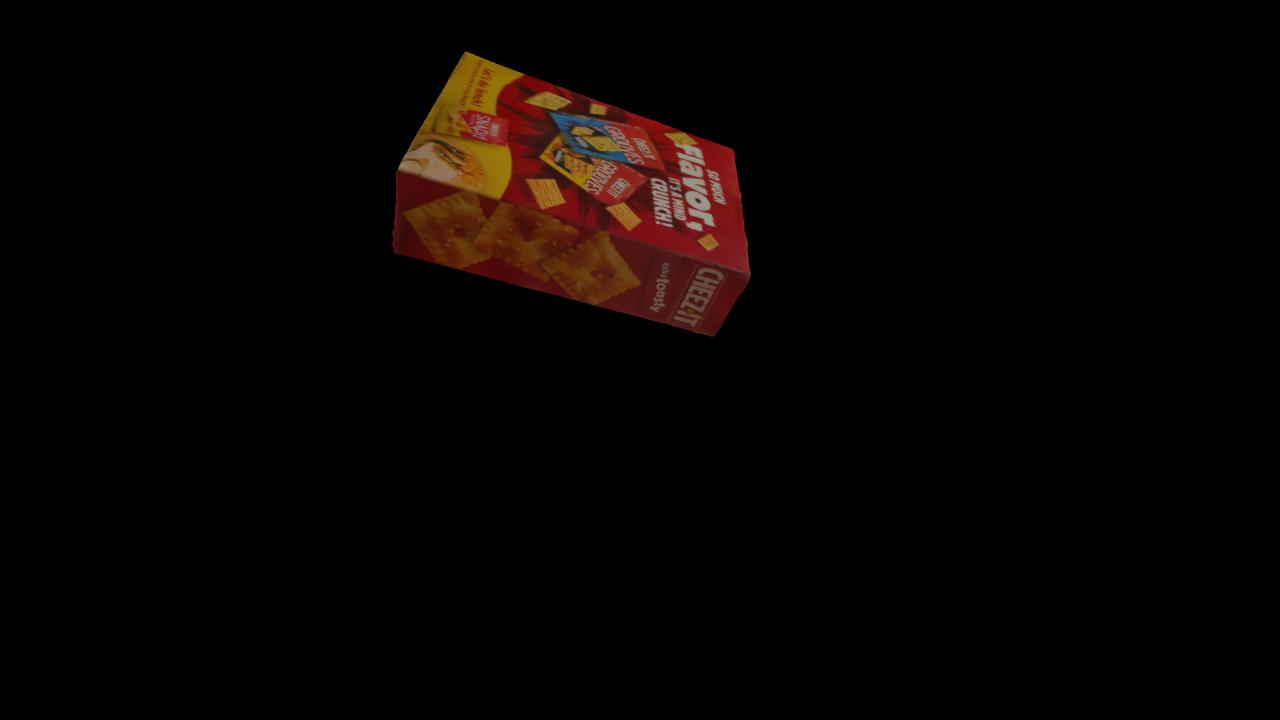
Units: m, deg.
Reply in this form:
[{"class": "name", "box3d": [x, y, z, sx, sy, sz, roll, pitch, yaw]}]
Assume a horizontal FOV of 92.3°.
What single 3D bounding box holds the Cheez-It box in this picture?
[{"class": "Cheez-It box", "box3d": [-0.039, -0.119, 0.438, 0.223, 0.166, 0.071, 14, -44, -12]}]
